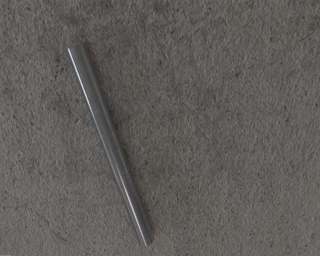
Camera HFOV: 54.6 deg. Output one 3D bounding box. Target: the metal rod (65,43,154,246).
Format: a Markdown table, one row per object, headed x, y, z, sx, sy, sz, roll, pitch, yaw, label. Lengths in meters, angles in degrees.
| x | y | z | sx | sy | sz | roll | pitch | yaw | label |
| --- | --- | --- | --- | --- | --- | --- | --- | --- | --- |
| -0.061 | 0.036 | 0.422 | 0.025 | 0.025 | 0.299 | -15 | 110 | 5 | metal rod |
